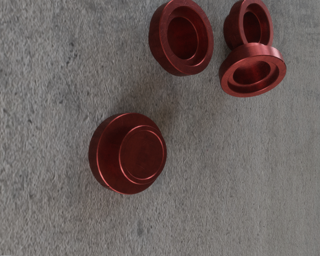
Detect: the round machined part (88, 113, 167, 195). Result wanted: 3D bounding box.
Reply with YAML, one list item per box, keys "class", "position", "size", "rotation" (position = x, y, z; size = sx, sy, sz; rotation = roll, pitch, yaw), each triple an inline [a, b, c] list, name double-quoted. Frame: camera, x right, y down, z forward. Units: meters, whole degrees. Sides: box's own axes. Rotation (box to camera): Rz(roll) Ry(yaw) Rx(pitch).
- class: "round machined part"
  position: [-0.031, 0.030, 0.368]
  size: [0.099, 0.042, 0.097]
  rotation: [0, 90, -40]

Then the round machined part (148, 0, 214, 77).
- class: "round machined part"
  position: [0.024, -0.117, 0.413]
  size: [0.099, 0.042, 0.097]
  rotation: [0, 90, -40]

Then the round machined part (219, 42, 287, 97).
- class: "round machined part"
  position: [0.140, -0.093, 0.481]
  size: [0.099, 0.098, 0.042]
  rotation: [24, 49, -38]

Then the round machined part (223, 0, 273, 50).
- class: "round machined part"
  position: [0.142, -0.161, 0.512]
  size: [0.099, 0.042, 0.097]
  rotation: [0, 90, -40]
